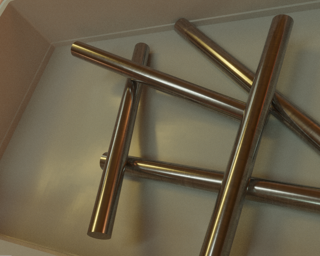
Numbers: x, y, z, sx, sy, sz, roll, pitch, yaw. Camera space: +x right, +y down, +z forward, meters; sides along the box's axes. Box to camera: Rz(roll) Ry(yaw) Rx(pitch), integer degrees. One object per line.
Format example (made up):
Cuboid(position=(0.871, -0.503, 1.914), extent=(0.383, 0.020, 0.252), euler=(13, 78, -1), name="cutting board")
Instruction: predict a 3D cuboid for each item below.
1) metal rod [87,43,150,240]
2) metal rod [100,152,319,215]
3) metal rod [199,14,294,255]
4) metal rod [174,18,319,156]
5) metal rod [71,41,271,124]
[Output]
Cuboid(position=(-0.046, -0.008, 0.408), extent=(0.025, 0.025, 0.300), euler=(-10, 50, 23), name="metal rod")
Cuboid(position=(0.057, 0.058, 0.339), extent=(0.300, 0.025, 0.025), euler=(6, 65, 30), name="metal rod")
Cuboid(position=(0.094, 0.003, 0.320), extent=(0.025, 0.025, 0.300), euler=(9, 66, 32), name="metal rod")
Cuboid(position=(0.103, -0.067, 0.391), extent=(0.025, 0.025, 0.300), euler=(-39, 51, 2), name="metal rod")
Cuboid(position=(-0.004, -0.064, 0.412), extent=(0.300, 0.025, 0.025), euler=(25, 75, 25), name="metal rod")
